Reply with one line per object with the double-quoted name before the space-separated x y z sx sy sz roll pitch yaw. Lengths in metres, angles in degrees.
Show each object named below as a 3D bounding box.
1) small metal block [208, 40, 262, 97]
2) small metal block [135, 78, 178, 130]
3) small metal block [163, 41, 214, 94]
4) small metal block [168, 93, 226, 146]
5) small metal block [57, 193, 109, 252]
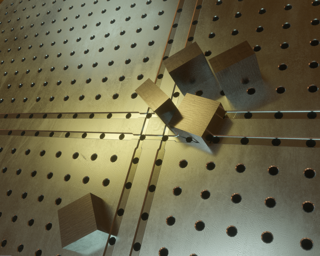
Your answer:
"small metal block" 0.095 -0.073 0.387 0.050 0.050 0.025 -26 53 12
"small metal block" 0.000 -0.031 0.411 0.025 0.050 0.050 -42 51 0
"small metal block" 0.039 -0.080 0.420 0.050 0.050 0.025 -29 52 9
"small metal block" 0.047 -0.012 0.390 0.050 0.025 0.050 21 73 35
"small metal block" -0.096 0.117 0.385 0.050 0.025 0.050 -29 52 9
